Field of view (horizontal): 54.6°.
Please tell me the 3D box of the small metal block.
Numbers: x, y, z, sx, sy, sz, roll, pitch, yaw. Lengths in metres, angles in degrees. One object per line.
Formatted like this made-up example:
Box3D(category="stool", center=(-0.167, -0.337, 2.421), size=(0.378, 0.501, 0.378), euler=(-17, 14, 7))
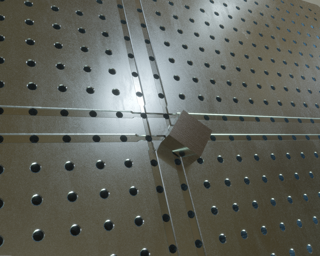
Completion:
Box3D(category="small metal block", center=(0.037, 0.012, 0.420), size=(0.050, 0.025, 0.050), euler=(35, 51, -5))
